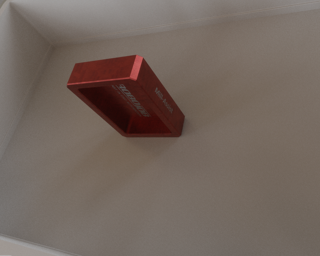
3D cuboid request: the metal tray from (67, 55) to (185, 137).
[{"bbox_3d":[-0.035,-0.030,0.374,0.090,0.130,0.030,-1,62,27],"label":"metal tray"}]
